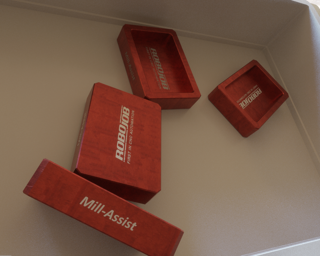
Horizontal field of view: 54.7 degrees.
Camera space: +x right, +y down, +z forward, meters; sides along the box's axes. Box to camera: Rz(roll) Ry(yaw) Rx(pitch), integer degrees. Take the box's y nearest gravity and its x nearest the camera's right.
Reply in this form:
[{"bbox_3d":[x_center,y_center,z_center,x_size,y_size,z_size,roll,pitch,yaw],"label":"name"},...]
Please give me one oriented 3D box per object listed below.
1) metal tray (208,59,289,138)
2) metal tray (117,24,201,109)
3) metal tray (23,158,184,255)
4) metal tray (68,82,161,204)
[{"bbox_3d":[0.150,-0.053,0.514,0.090,0.030,0.131,49,51,6],"label":"metal tray"},{"bbox_3d":[-0.003,-0.090,0.455,0.091,0.030,0.130,-4,64,-30],"label":"metal tray"},{"bbox_3d":[-0.053,0.075,0.286,0.130,0.090,0.030,30,73,-9],"label":"metal tray"},{"bbox_3d":[-0.045,0.014,0.355,0.091,0.030,0.130,19,46,-20],"label":"metal tray"}]
